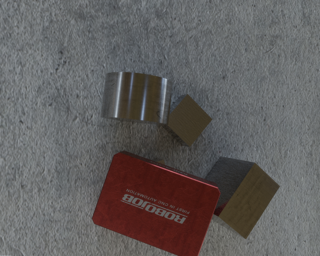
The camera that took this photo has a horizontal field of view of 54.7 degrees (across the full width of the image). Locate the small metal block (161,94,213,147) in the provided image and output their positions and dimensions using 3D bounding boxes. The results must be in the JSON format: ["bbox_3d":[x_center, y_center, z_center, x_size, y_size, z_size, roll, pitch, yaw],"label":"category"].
[{"bbox_3d":[0.034,-0.010,0.421,0.050,0.025,0.050,44,76,-15],"label":"small metal block"}]

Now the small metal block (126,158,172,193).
[{"bbox_3d":[-0.016,0.071,0.403,0.050,0.025,0.050,-16,96,-19],"label":"small metal block"}]

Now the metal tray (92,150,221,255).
[{"bbox_3d":[-0.004,0.090,0.372,0.131,0.030,0.090,19,92,5],"label":"metal tray"}]

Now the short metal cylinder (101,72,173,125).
[{"bbox_3d":[-0.027,-0.033,0.370,0.081,0.080,0.050,7,88,-20],"label":"short metal cylinder"}]

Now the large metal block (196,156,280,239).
[{"bbox_3d":[0.097,0.088,0.415,0.050,0.080,0.080,42,77,-16],"label":"large metal block"}]
